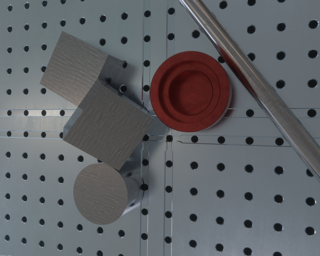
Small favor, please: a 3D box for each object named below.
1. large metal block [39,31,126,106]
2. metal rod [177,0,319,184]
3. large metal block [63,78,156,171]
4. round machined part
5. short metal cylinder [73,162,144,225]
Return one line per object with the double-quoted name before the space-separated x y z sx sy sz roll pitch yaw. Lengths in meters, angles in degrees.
"large metal block" -0.108 -0.078 0.437 0.080 0.050 0.080 30 100 17
"metal rod" 0.115 -0.053 0.371 0.025 0.025 0.299 -38 78 16
"large metal block" -0.066 -0.005 0.397 0.080 0.050 0.080 34 96 -23
"round machined part" 0.041 -0.044 0.389 0.098 0.042 0.097 0 90 20
"short metal cylinder" -0.069 0.085 0.424 0.080 0.050 0.079 0 90 20
